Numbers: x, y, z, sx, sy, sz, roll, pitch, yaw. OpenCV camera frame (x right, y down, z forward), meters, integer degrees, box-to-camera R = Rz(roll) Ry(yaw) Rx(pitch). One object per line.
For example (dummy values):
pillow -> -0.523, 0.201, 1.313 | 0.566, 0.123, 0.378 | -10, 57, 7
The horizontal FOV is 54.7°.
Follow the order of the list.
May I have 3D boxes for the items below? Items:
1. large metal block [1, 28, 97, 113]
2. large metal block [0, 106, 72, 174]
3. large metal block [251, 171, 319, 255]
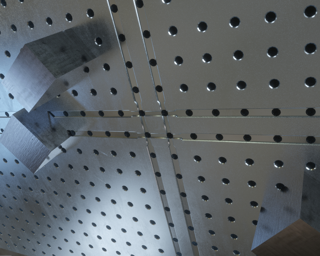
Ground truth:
large metal block -> -0.143, -0.076, 0.402 | 0.050, 0.080, 0.080 | 49, 128, -7
large metal block -> -0.206, 0.016, 0.511 | 0.080, 0.050, 0.080 | 45, 129, -4
large metal block -> 0.158, 0.111, 0.361 | 0.050, 0.080, 0.079 | 36, 129, 4
